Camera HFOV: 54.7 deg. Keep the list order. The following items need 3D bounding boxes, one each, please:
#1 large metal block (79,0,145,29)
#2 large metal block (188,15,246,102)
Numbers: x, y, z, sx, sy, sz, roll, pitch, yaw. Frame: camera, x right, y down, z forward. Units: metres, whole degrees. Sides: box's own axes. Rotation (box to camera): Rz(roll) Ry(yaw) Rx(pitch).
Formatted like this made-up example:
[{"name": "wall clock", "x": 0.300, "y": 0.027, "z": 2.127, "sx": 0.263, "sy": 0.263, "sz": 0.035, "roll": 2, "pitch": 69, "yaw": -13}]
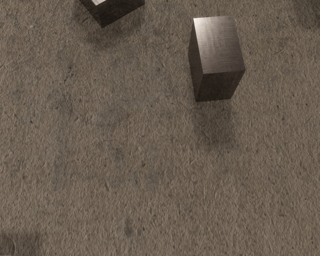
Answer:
[{"name": "large metal block", "x": -0.080, "y": -0.214, "z": 0.472, "sx": 0.080, "sy": 0.050, "sz": 0.080, "roll": -34, "pitch": 74, "yaw": -12}, {"name": "large metal block", "x": 0.071, "y": -0.089, "z": 0.412, "sx": 0.050, "sy": 0.080, "sz": 0.080, "roll": -6, "pitch": 70, "yaw": -2}]
